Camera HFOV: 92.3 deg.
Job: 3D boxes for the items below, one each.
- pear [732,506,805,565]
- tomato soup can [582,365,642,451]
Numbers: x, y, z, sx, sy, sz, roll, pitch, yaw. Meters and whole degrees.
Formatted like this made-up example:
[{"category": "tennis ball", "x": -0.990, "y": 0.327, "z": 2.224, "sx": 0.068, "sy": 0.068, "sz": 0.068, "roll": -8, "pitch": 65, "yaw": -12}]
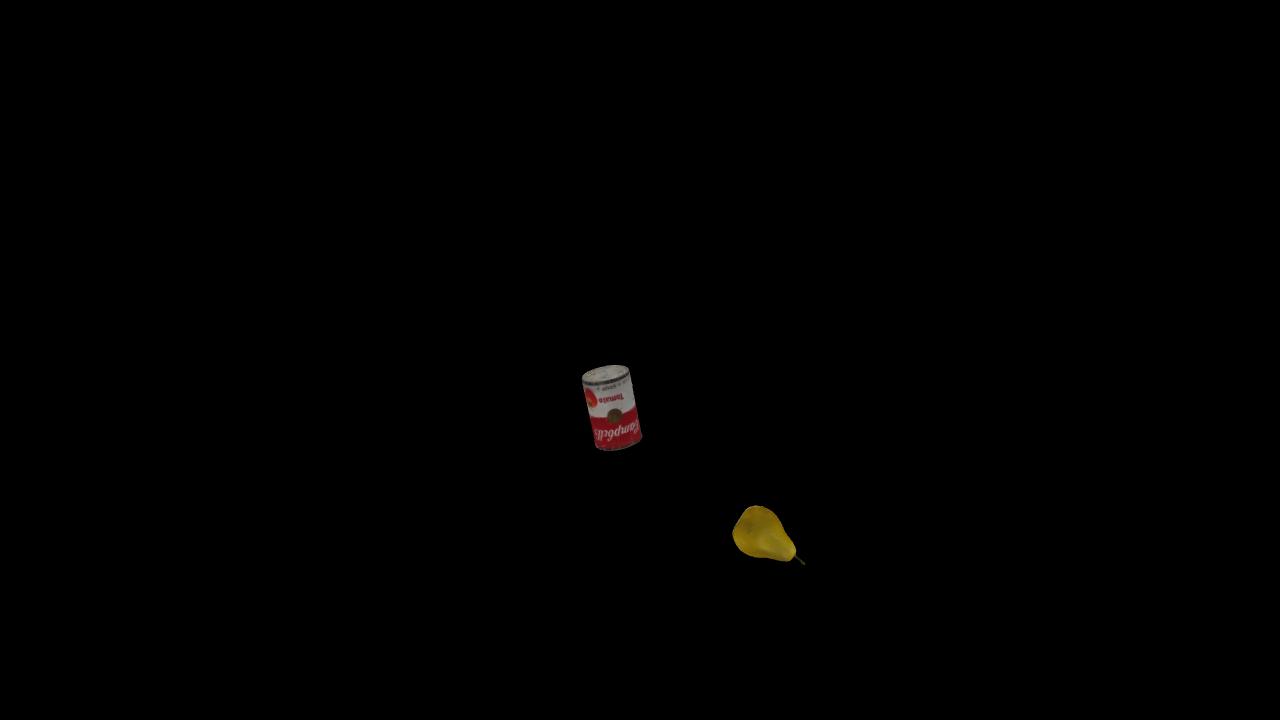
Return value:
[{"category": "pear", "x": 0.196, "y": 0.268, "z": 0.916, "sx": 0.111, "sy": 0.080, "sz": 0.080, "roll": 33, "pitch": 9, "yaw": 15}, {"category": "tomato soup can", "x": -0.038, "y": 0.064, "z": 0.844, "sx": 0.068, "sy": 0.101, "sz": 0.068, "roll": -9, "pitch": 16, "yaw": 3}]
